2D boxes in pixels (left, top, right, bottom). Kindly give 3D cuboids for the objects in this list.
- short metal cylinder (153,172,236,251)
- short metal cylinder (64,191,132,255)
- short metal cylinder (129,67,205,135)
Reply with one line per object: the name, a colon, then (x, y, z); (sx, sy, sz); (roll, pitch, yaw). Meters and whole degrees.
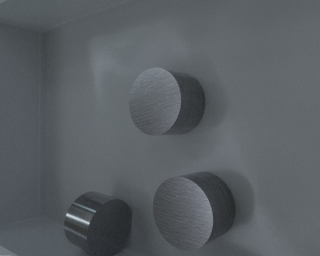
short metal cylinder: (0.039, 0.093, 0.357); (0.080, 0.050, 0.079); (0, 90, 39)
short metal cylinder: (-0.086, 0.135, 0.440); (0.050, 0.081, 0.079); (6, 94, 39)
short metal cylinder: (0.008, -0.031, 0.382); (0.080, 0.050, 0.079); (0, 90, 39)
